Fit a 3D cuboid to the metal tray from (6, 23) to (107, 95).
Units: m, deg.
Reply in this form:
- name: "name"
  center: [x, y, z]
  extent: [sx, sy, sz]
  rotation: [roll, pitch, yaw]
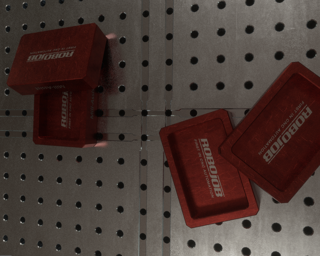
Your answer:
- name: "metal tray"
  center: [-0.147, -0.097, 0.443]
  extent: [0.130, 0.030, 0.090]
  rotation: [-2, 67, 19]

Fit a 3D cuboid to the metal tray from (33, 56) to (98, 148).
- name: "metal tray"
  center: [-0.139, -0.039, 0.457]
  extent: [0.090, 0.030, 0.129]
  rotation: [3, 91, 19]

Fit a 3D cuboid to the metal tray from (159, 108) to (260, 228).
- name: "metal tray"
  center: [0.061, 0.050, 0.387]
  extent: [0.090, 0.030, 0.129]
  rotation: [-18, 84, 18]

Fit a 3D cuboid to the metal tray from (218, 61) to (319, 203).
- name: "metal tray"
  center: [0.139, 0.005, 0.341]
  extent: [0.090, 0.030, 0.130]
  rotation: [40, 91, 7]
